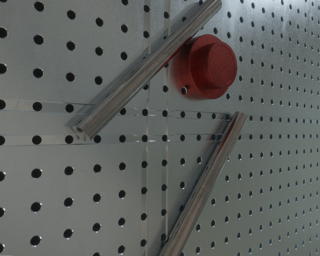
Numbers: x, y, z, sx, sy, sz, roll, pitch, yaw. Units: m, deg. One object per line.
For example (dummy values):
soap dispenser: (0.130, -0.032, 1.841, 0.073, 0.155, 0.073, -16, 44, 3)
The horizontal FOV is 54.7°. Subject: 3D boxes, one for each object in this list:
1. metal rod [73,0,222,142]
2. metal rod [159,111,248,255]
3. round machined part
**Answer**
metal rod: (0.000, -0.094, 0.410, 0.301, 0.025, 0.025, -50, 120, -29)
metal rod: (0.064, 0.095, 0.465, 0.025, 0.025, 0.300, 48, 61, -30)
round machined part: (0.079, -0.092, 0.467, 0.099, 0.042, 0.097, 0, 90, -40)
